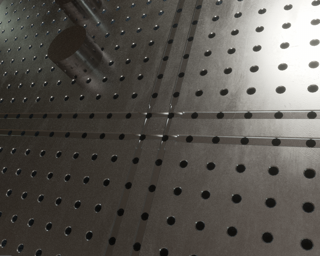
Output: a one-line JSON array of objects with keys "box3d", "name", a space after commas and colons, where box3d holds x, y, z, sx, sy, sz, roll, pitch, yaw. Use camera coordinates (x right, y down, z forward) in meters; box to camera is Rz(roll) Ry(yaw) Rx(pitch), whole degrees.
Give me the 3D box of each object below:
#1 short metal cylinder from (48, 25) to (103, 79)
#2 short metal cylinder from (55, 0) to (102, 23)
[{"box3d": [-0.150, -0.135, 0.551, 0.080, 0.050, 0.080, -13, 57, 20], "name": "short metal cylinder"}, {"box3d": [-0.168, -0.265, 0.640, 0.080, 0.050, 0.080, -13, 56, 20], "name": "short metal cylinder"}]
